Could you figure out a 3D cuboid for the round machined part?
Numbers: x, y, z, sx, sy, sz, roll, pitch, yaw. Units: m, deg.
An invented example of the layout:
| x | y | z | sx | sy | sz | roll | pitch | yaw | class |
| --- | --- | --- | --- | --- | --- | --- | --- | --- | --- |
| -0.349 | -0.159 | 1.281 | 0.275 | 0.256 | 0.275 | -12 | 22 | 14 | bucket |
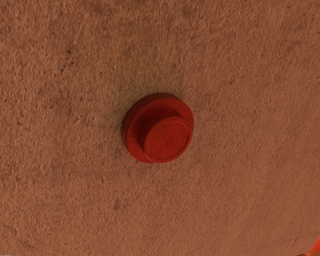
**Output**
| x | y | z | sx | sy | sz | roll | pitch | yaw | class |
| --- | --- | --- | --- | --- | --- | --- | --- | --- | --- |
| 0.002 | 0.007 | 0.404 | 0.099 | 0.042 | 0.097 | -14 | 125 | -21 | round machined part |
